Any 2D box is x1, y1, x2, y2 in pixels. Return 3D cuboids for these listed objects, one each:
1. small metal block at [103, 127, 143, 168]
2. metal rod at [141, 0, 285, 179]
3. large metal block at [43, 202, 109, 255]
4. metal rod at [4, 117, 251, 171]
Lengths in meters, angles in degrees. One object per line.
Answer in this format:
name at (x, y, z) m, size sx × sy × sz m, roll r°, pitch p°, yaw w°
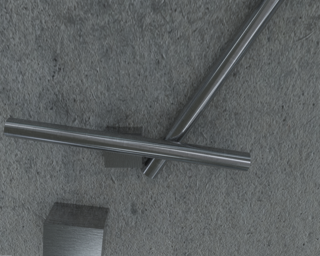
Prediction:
small metal block at (-0.049, 0.026, 0.419) m, size 0.050 × 0.025 × 0.050 m, roll 0°, pitch 110°, yaw -1°
metal rod at (0.065, -0.056, 0.390) m, size 0.025 × 0.025 × 0.299 m, roll 31°, pitch 107°, yaw -11°
large metal block at (-0.122, 0.161, 0.454) m, size 0.081 × 0.050 × 0.079 m, roll 7°, pitch 110°, yaw -3°
metal rod at (-0.037, 0.021, 0.390) m, size 0.302 × 0.025 × 0.025 m, roll 9°, pitch 110°, yaw -3°
